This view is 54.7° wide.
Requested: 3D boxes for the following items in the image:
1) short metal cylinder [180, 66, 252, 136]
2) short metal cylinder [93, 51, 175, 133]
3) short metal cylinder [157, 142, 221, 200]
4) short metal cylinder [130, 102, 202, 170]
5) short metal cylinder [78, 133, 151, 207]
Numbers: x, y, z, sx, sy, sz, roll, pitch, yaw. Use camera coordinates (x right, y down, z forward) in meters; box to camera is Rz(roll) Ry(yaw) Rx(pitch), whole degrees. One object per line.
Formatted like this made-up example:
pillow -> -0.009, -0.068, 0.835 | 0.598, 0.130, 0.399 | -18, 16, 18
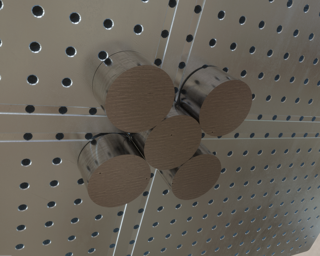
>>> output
short metal cylinder -> 0.074, -0.036, 0.413 | 0.081, 0.050, 0.079 | -14, 125, -21
short metal cylinder -> -0.030, -0.041, 0.353 | 0.081, 0.050, 0.079 | -14, 125, -21
short metal cylinder -> 0.042, 0.058, 0.455 | 0.081, 0.050, 0.079 | -14, 125, -21
short metal cylinder -> 0.007, 0.007, 0.404 | 0.081, 0.050, 0.079 | -14, 125, -21
short metal cylinder -> -0.059, 0.054, 0.396 | 0.081, 0.050, 0.079 | -14, 125, -21
